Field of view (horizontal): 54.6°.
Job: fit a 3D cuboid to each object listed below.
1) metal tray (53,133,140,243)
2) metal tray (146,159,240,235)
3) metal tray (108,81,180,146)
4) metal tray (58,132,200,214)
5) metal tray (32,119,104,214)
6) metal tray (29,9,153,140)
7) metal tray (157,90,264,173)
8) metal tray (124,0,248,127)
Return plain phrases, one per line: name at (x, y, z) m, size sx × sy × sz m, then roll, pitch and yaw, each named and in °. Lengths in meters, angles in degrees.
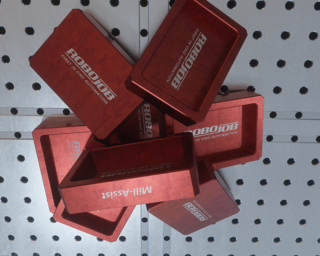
metal tray at (-0.073, 0.080, 0.407) m, size 0.090 × 0.030 × 0.129 m, roll 25°, pitch 108°, yaw -9°
metal tray at (0.046, 0.097, 0.411) m, size 0.090 × 0.030 × 0.130 m, roll -27°, pitch 141°, yaw 10°
metal tray at (-0.019, 0.005, 0.412) m, size 0.090 × 0.030 × 0.129 m, roll -5°, pitch 108°, yaw 0°
metal tray at (-0.027, 0.043, 0.325) m, size 0.130 × 0.090 × 0.030 m, roll -10°, pitch 110°, yaw 8°
metal tray at (-0.115, 0.054, 0.430) m, size 0.090 × 0.030 × 0.129 m, roll -4°, pitch 109°, yaw 1°
metal tray at (-0.079, -0.062, 0.369) m, size 0.090 × 0.030 × 0.130 m, roll -43°, pitch 89°, yaw 14°
metal tray at (0.066, 0.007, 0.394) m, size 0.131 × 0.030 × 0.089 m, roll -10°, pitch 111°, yaw -15°
metal tray at (0.032, -0.078, 0.346) m, size 0.090 × 0.030 × 0.130 m, roll 32°, pitch 74°, yaw -11°
